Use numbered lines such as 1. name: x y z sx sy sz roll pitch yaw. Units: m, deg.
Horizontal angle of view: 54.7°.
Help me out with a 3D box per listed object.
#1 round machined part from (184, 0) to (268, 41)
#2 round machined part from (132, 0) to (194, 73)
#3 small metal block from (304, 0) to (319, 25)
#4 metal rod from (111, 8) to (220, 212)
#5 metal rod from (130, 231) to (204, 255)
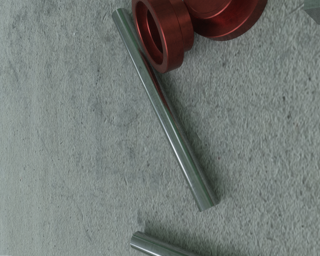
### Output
1. round machined part: 0.065 -0.149 0.341 0.098 0.042 0.097 0 90 40
2. round machined part: 0.006 -0.118 0.368 0.098 0.042 0.098 60 166 26
3. small metal block: 0.156 -0.109 0.260 0.050 0.050 0.025 6 94 40
4. metal rod: -0.001 -0.037 0.405 0.025 0.025 0.299 -37 67 34
5. metal rod: 0.083 0.166 0.336 0.300 0.025 0.025 5 93 39
